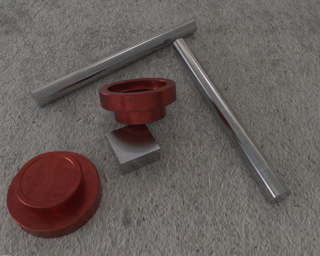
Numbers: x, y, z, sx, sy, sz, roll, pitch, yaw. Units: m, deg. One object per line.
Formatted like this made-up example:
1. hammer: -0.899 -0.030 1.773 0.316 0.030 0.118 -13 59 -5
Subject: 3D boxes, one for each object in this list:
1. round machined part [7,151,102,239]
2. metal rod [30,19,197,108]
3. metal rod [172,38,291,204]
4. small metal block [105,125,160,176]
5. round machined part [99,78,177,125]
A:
1. round machined part: -0.116 0.064 0.337 0.099 0.042 0.098 0 50 0
2. metal rod: -0.058 -0.112 0.497 0.302 0.025 0.025 -32 57 -24
3. metal rod: 0.082 -0.032 0.430 0.025 0.025 0.300 -15 52 -12
4. small metal block: -0.033 0.023 0.383 0.050 0.025 0.050 -21 53 -17
5. round machined part: -0.027 -0.035 0.403 0.099 0.042 0.098 -4 20 2
